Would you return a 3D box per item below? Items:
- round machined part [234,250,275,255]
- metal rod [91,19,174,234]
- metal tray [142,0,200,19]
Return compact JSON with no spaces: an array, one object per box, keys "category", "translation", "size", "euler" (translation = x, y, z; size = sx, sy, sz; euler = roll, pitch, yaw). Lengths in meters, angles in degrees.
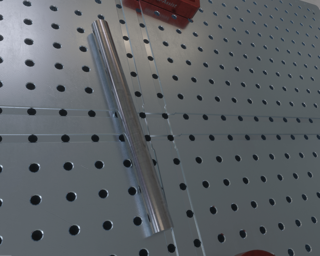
[{"category":"round machined part","translation":[0.104,0.188,0.339],"size":[0.099,0.042,0.098],"euler":[14,56,-21]},{"category":"metal rod","translation":[-0.042,-0.018,0.396],"size":[0.025,0.025,0.299],"euler":[-6,65,-31]},{"category":"metal tray","translation":[0.008,-0.261,0.568],"size":[0.131,0.030,0.090],"euler":[14,56,-21]}]
